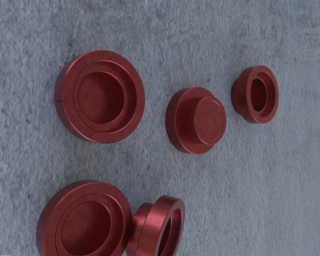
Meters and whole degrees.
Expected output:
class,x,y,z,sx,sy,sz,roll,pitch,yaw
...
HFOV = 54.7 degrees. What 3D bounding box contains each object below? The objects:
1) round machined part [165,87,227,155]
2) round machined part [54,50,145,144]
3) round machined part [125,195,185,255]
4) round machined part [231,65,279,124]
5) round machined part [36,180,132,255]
class,x,y,z,sx,sy,sz,roll,pitch,yaw
round machined part,0.058,-0.010,0.445,0.099,0.042,0.097,0,90,-40
round machined part,-0.068,-0.032,0.338,0.099,0.042,0.097,0,90,-40
round machined part,-0.007,0.128,0.373,0.098,0.042,0.097,11,91,-68
round machined part,0.159,-0.056,0.530,0.099,0.042,0.097,0,90,-40
round machined part,-0.081,0.104,0.327,0.099,0.042,0.097,0,90,-40
